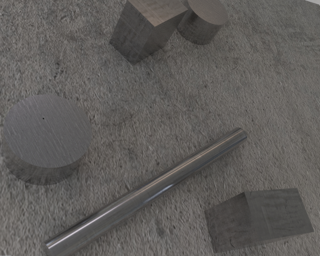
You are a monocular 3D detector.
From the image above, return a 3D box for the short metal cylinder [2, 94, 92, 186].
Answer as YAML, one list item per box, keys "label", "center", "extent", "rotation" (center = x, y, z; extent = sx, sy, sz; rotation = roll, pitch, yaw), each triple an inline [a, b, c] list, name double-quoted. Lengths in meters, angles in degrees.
- label: "short metal cylinder"
  center: [-0.116, 0.013, 0.318]
  extent: [0.081, 0.050, 0.080]
  rotation: [14, 56, -21]

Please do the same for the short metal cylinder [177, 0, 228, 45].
- label: "short metal cylinder"
  center: [0.071, -0.193, 0.544]
  extent: [0.081, 0.050, 0.080]
  rotation: [14, 56, -21]

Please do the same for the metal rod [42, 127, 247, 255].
- label: "metal rod"
  center: [0.009, 0.062, 0.370]
  extent: [0.302, 0.025, 0.025]
  rotation: [-25, 76, -37]

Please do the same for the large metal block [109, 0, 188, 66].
- label: "large metal block"
  center: [-0.017, -0.148, 0.449]
  extent: [0.050, 0.080, 0.080]
  rotation: [46, 51, 3]

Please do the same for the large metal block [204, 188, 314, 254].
- label: "large metal block"
  center: [0.112, 0.109, 0.362]
  extent: [0.081, 0.080, 0.050]
  rotation: [2, 61, -27]
